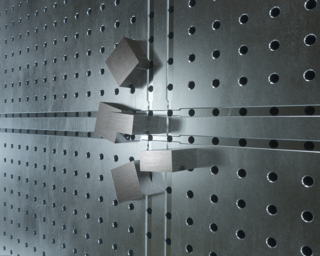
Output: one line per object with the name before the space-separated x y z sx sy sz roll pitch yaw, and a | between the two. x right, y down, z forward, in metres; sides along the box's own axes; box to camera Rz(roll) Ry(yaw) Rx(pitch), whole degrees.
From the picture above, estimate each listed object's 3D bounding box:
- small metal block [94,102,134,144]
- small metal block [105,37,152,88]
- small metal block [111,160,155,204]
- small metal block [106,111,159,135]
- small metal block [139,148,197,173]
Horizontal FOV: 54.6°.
small metal block | -0.070 -0.009 0.469 0.050 0.025 0.050 22 104 38
small metal block | -0.047 -0.094 0.449 0.050 0.025 0.050 -45 63 31
small metal block | -0.040 0.076 0.443 0.050 0.025 0.050 -25 74 37
small metal block | -0.037 -0.007 0.425 0.050 0.050 0.025 10 96 39
small metal block | 0.010 0.039 0.385 0.050 0.050 0.025 -4 88 40
